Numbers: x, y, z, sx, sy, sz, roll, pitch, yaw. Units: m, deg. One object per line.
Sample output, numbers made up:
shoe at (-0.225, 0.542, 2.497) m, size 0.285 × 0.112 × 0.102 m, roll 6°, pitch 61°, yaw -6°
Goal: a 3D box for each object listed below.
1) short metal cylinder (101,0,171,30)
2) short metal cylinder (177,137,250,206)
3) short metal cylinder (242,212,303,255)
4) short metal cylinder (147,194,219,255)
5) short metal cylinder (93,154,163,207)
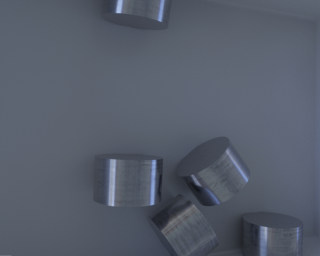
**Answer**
short metal cylinder at (-0.027, -0.151, 0.367) m, size 0.081 × 0.080 × 0.050 m, roll 6°, pitch 98°, yaw -20°
short metal cylinder at (0.069, 0.056, 0.407) m, size 0.080 × 0.080 × 0.050 m, roll -40°, pitch 103°, yaw -16°
short metal cylinder at (0.159, 0.155, 0.440) m, size 0.081 × 0.080 × 0.050 m, roll 1°, pitch 90°, yaw -20°
short metal cylinder at (0.028, 0.131, 0.392) m, size 0.050 × 0.080 × 0.080 m, roll -34°, pitch 101°, yaw -17°
short metal cylinder at (-0.037, 0.059, 0.368) m, size 0.081 × 0.080 × 0.050 m, roll 3°, pitch 89°, yaw -20°
